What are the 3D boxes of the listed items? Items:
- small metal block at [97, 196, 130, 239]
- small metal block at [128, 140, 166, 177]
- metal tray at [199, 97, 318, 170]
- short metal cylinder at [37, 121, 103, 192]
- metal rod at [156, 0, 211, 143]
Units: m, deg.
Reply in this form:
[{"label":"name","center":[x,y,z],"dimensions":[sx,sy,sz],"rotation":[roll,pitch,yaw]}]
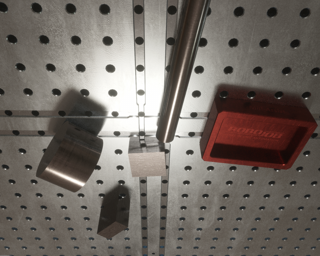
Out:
[{"label":"small metal block","center":[-0.078,0.151,0.523],"dimensions":[0.025,0.050,0.050],"rotation":[36,121,-27]},{"label":"small metal block","center":[-0.017,0.045,0.450],"dimensions":[0.050,0.025,0.050],"rotation":[-3,130,2]},{"label":"metal tray","center":[0.128,0.010,0.418],"dimensions":[0.131,0.030,0.089],"rotation":[7,130,-6]},{"label":"short metal cylinder","center":[-0.118,0.037,0.406],"dimensions":[0.050,0.080,0.080],"rotation":[31,123,-24]},{"label":"metal rod","center":[0.032,-0.100,0.326],"dimensions":[0.025,0.025,0.298],"rotation":[7,130,-7]}]
